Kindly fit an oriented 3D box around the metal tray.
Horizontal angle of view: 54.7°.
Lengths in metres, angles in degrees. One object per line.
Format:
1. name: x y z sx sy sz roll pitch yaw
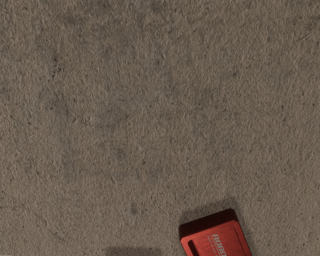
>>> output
1. metal tray: 0.094 0.196 0.480 0.090 0.030 0.129 -21 109 7
